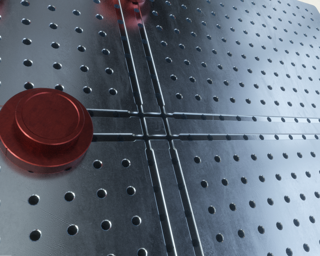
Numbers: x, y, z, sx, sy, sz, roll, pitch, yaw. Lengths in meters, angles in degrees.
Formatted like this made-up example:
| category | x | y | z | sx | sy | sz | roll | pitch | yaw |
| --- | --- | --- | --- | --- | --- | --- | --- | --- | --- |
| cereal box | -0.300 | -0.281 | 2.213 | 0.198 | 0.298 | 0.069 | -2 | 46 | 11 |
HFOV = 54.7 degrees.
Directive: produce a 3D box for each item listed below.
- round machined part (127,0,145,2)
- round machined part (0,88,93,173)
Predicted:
| category | x | y | z | sx | sy | sz | roll | pitch | yaw |
| --- | --- | --- | --- | --- | --- | --- | --- | --- | --- |
| round machined part | -0.046 | -0.256 | 0.530 | 0.099 | 0.042 | 0.098 | 14 | 56 | -21 |
| round machined part | -0.121 | -0.004 | 0.335 | 0.099 | 0.042 | 0.098 | 14 | 56 | -21 |
